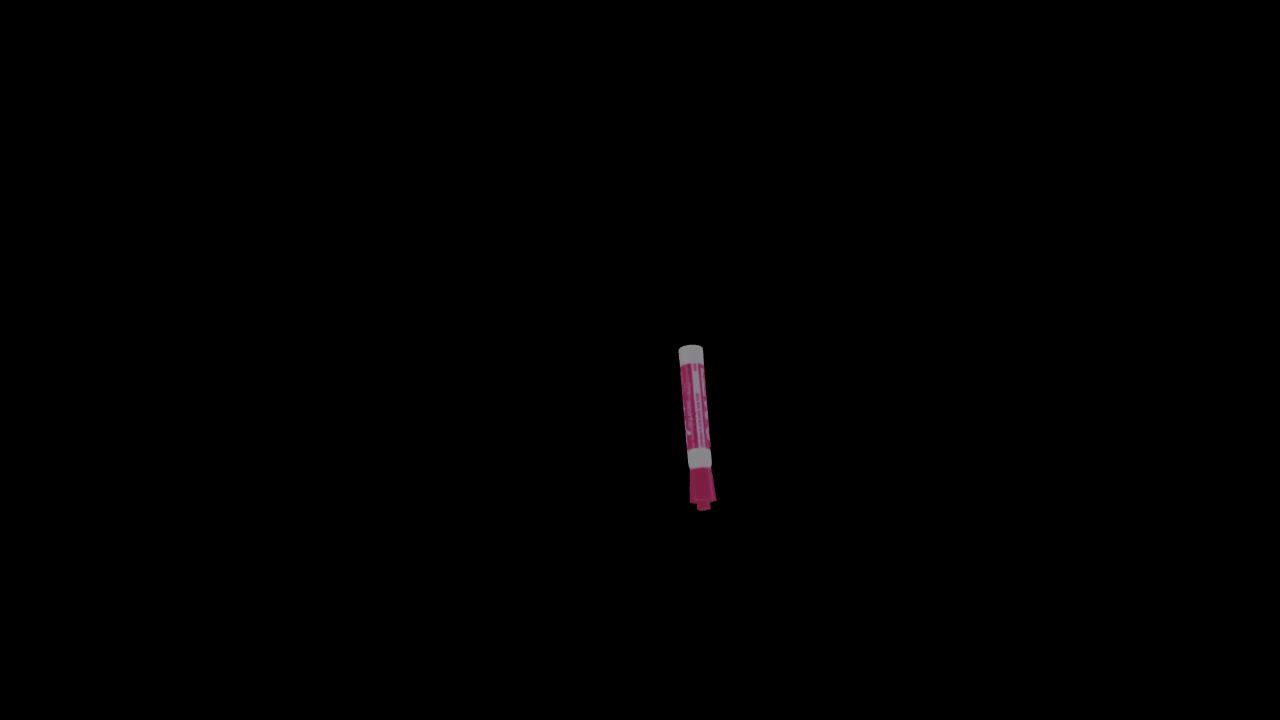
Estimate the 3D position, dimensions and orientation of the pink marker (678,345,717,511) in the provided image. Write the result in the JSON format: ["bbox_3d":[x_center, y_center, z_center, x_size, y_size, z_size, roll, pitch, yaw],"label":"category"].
[{"bbox_3d":[0.042,0.048,0.449,0.020,0.121,0.020,-3,-20,-1],"label":"pink marker"}]
